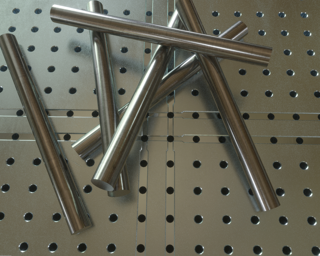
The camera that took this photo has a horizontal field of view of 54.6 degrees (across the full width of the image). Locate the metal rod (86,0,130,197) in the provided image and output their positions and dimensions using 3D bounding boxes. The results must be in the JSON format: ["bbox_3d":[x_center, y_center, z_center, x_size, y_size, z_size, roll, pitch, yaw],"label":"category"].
[{"bbox_3d":[-0.073,-0.057,0.412,0.025,0.025,0.299,-10,63,-4],"label":"metal rod"}]

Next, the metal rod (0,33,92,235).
[{"bbox_3d":[-0.159,-0.005,0.412,0.025,0.025,0.299,-25,72,-9],"label":"metal rod"}]

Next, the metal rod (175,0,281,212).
[{"bbox_3d":[0.084,-0.040,0.408,0.025,0.025,0.299,-19,78,-7],"label":"metal rod"}]

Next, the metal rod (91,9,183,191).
[{"bbox_3d":[-0.012,-0.059,0.397,0.025,0.025,0.300,18,57,6],"label":"metal rod"}]

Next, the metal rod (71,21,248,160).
[{"bbox_3d":[0.008,-0.059,0.433,0.301,0.025,0.025,-38,75,-13],"label":"metal rod"}]

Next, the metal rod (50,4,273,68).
[{"bbox_3d":[-0.008,-0.125,0.411,0.301,0.025,0.025,15,71,12],"label":"metal rod"}]
